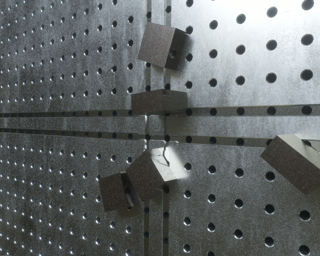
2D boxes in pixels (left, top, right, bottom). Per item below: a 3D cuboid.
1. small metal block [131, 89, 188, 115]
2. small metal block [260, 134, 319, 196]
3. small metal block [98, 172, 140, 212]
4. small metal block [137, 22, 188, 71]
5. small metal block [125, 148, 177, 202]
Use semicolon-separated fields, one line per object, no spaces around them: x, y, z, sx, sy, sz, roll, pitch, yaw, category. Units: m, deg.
0.000;-0.031;0.392;0.050;0.050;0.025;-5;87;39;small metal block
0.129;0.031;0.286;0.050;0.050;0.025;45;117;30;small metal block
-0.061;0.094;0.457;0.050;0.025;0.050;-22;76;37;small metal block
0.002;-0.107;0.406;0.050;0.025;0.050;26;106;36;small metal block
-0.013;0.063;0.418;0.050;0.025;0.050;-46;63;30;small metal block
